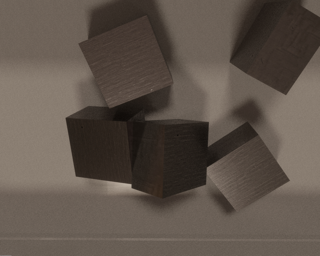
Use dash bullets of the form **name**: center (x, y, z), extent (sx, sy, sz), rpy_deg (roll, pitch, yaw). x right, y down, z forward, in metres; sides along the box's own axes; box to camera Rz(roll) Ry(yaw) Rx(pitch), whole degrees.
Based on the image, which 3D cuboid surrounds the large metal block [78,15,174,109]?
- **large metal block**: center (-0.037, -0.080, 0.368), extent (0.080, 0.050, 0.080), rpy_deg (-21, 109, 7)

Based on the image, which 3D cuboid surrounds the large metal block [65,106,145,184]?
- **large metal block**: center (-0.064, 0.019, 0.391), extent (0.080, 0.050, 0.079), rpy_deg (4, 111, 20)

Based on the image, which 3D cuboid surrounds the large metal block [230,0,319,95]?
- **large metal block**: center (0.130, -0.092, 0.350), extent (0.050, 0.080, 0.080), rpy_deg (26, 108, -10)

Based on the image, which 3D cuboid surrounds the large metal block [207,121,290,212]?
- **large metal block**: center (0.111, 0.052, 0.419), extent (0.080, 0.050, 0.080), rpy_deg (-35, 107, 11)

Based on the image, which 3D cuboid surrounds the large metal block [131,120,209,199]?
- **large metal block**: center (0.013, 0.032, 0.374), extent (0.050, 0.081, 0.079), rpy_deg (7, 98, 43)
